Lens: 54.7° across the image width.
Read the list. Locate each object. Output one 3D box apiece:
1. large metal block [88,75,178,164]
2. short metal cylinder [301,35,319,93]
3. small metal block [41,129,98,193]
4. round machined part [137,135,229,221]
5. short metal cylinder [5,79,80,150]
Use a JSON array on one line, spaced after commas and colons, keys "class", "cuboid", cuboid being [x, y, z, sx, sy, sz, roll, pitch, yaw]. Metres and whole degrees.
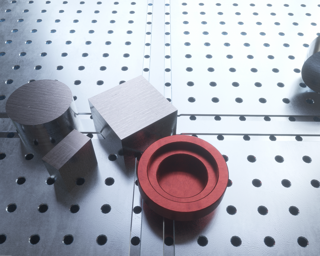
[{"class": "large metal block", "cuboid": [-0.034, -0.014, 0.402, 0.081, 0.050, 0.080, -29, 56, -22]}, {"class": "short metal cylinder", "cuboid": [0.256, -0.095, 0.455, 0.080, 0.080, 0.050, 21, 53, 16]}, {"class": "small metal block", "cuboid": [-0.102, 0.038, 0.358, 0.025, 0.050, 0.050, 27, 55, 20]}, {"class": "round machined part", "cuboid": [0.024, 0.058, 0.348, 0.099, 0.042, 0.098, 1, 50, 0]}, {"class": "short metal cylinder", "cuboid": [-0.150, -0.018, 0.405, 0.081, 0.050, 0.080, 0, 50, 0]}]
